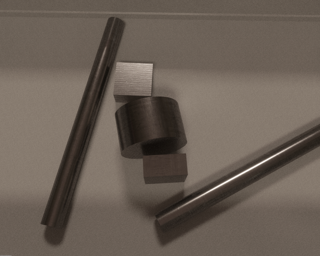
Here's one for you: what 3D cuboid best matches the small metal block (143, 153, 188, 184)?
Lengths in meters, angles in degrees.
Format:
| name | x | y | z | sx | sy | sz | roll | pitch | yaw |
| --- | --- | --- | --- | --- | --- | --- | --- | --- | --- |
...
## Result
| name | x | y | z | sx | sy | sz | roll | pitch | yaw |
| --- | --- | --- | --- | --- | --- | --- | --- | --- | --- |
| small metal block | 0.006 | 0.051 | 0.378 | 0.050 | 0.050 | 0.025 | -3 | 70 | -2 |

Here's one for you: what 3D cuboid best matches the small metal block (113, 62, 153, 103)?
| name | x | y | z | sx | sy | sz | roll | pitch | yaw |
| --- | --- | --- | --- | --- | --- | --- | --- | --- | --- |
| small metal block | -0.036 | -0.063 | 0.432 | 0.050 | 0.025 | 0.050 | 2 | 70 | 0 |

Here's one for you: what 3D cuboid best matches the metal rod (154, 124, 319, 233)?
| name | x | y | z | sx | sy | sz | roll | pitch | yaw |
| --- | --- | --- | --- | --- | --- | --- | --- | --- | --- |
| metal rod | 0.132 | 0.048 | 0.393 | 0.302 | 0.025 | 0.025 | -26 | 72 | -10 |

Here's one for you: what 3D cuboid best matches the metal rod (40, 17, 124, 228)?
| name | x | y | z | sx | sy | sz | roll | pitch | yaw |
| --- | --- | --- | --- | --- | --- | --- | --- | --- | --- |
| metal rod | -0.097 | -0.022 | 0.416 | 0.025 | 0.025 | 0.299 | 11 | 70 | 4 |

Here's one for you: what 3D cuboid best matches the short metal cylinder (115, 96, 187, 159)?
| name | x | y | z | sx | sy | sz | roll | pitch | yaw |
| --- | --- | --- | --- | --- | --- | --- | --- | --- | --- |
| short metal cylinder | -0.011 | 0.002 | 0.380 | 0.081 | 0.080 | 0.050 | -10 | 71 | -4 |
